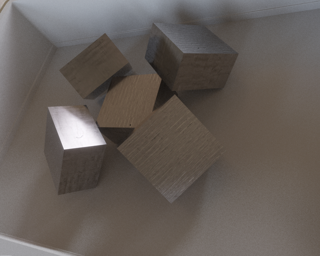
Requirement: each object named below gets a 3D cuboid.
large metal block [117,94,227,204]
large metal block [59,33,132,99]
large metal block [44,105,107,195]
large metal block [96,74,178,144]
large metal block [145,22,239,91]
[{"bbox_3d":[0.011,0.021,0.341,0.080,0.050,0.080,-43,96,-3],"label":"large metal block"},{"bbox_3d":[-0.090,-0.087,0.459,0.080,0.080,0.050,-39,94,2],"label":"large metal block"},{"bbox_3d":[-0.114,0.027,0.405,0.080,0.050,0.079,55,138,39],"label":"large metal block"},{"bbox_3d":[-0.030,-0.024,0.417,0.080,0.050,0.080,1,62,28],"label":"large metal block"},{"bbox_3d":[0.038,-0.093,0.398,0.081,0.050,0.080,-7,43,-29],"label":"large metal block"}]
